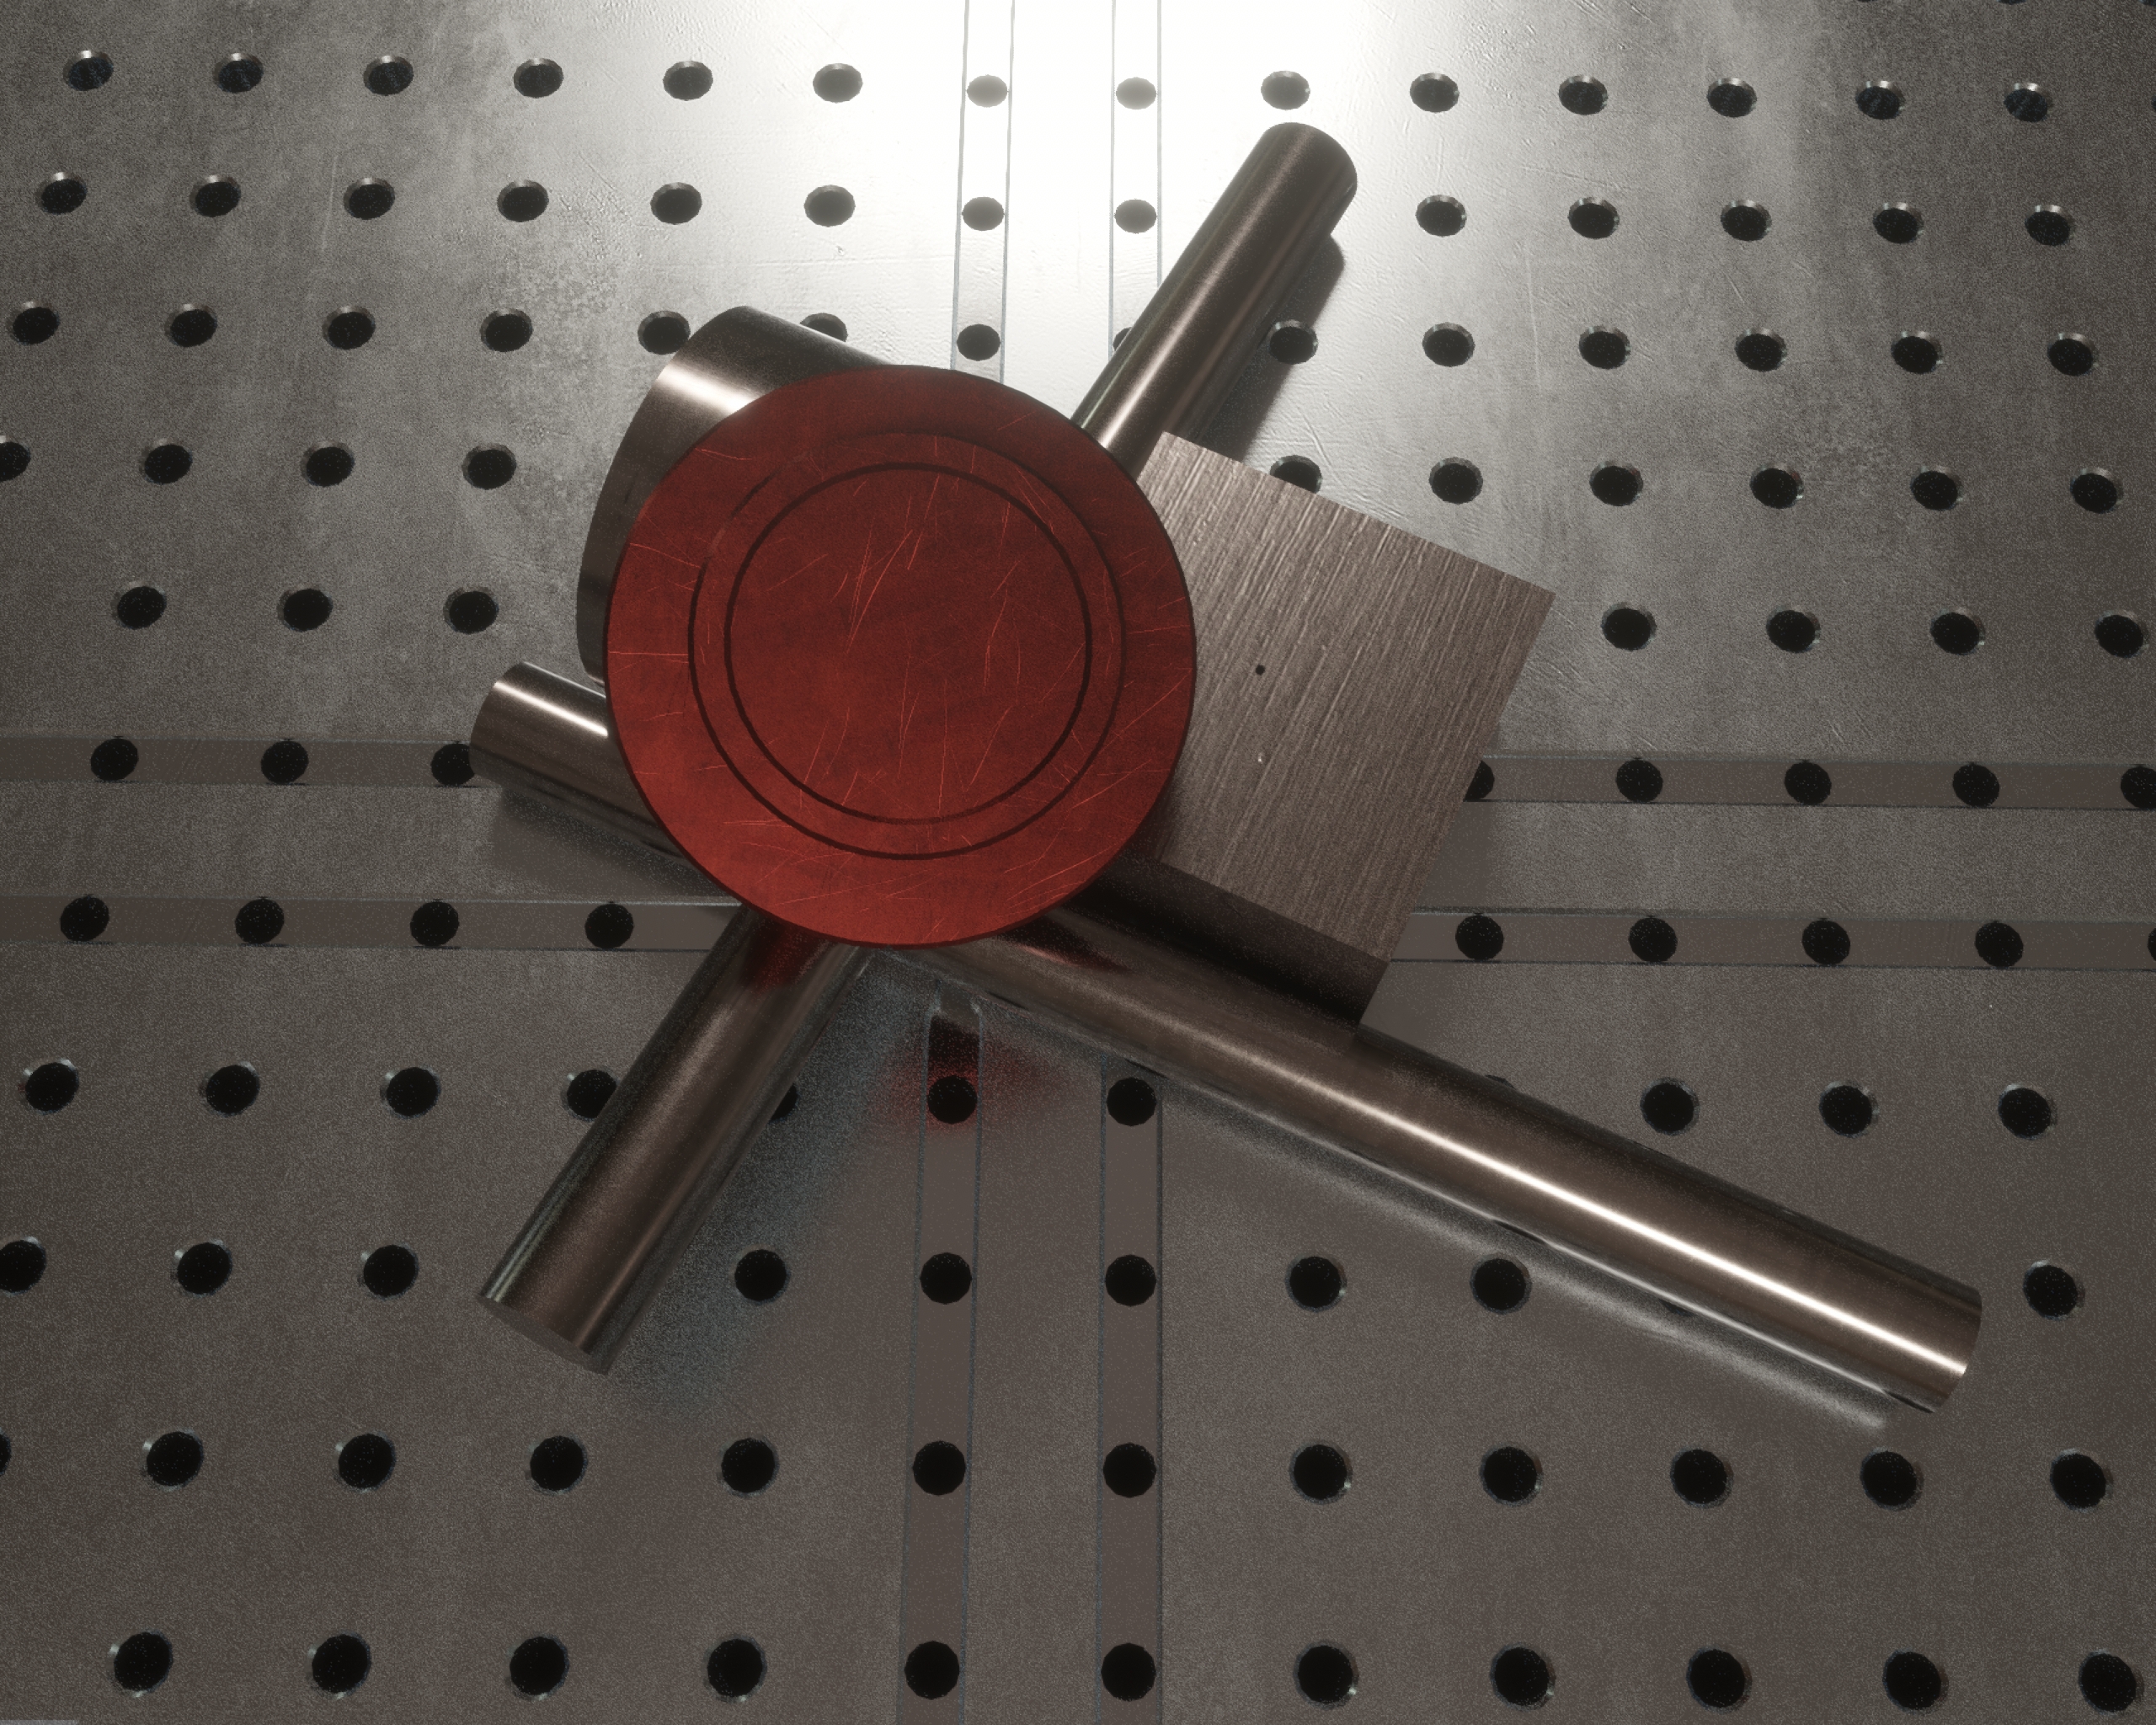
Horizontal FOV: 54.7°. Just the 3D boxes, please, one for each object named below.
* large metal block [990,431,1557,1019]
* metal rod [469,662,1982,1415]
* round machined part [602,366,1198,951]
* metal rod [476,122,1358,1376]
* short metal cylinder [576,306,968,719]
[{"bbox_3d":[0.035,-0.024,0.404,0.080,0.050,0.080,24,72,8],"label":"large metal block"},{"bbox_3d":[0.022,0.030,0.400,0.301,0.025,0.025,23,72,8],"label":"metal rod"},{"bbox_3d":[-0.029,-0.034,0.345,0.099,0.042,0.097,0,90,-7],"label":"round machined part"},{"bbox_3d":[-0.018,-0.039,0.405,0.025,0.025,0.300,27,64,9],"label":"metal rod"},{"bbox_3d":[-0.053,-0.060,0.403,0.050,0.080,0.080,24,72,8],"label":"short metal cylinder"}]
